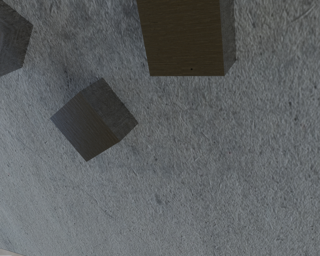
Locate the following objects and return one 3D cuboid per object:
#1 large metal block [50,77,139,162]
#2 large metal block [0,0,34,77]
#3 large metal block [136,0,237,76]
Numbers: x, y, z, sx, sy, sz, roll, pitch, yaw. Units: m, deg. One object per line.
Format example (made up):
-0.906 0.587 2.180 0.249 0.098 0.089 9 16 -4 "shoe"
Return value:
-0.092 -0.010 0.433 0.080 0.050 0.080 -30 102 38 "large metal block"
-0.235 -0.131 0.434 0.080 0.050 0.080 39 129 2 "large metal block"
0.030 -0.099 0.314 0.080 0.050 0.079 4 121 26 "large metal block"
